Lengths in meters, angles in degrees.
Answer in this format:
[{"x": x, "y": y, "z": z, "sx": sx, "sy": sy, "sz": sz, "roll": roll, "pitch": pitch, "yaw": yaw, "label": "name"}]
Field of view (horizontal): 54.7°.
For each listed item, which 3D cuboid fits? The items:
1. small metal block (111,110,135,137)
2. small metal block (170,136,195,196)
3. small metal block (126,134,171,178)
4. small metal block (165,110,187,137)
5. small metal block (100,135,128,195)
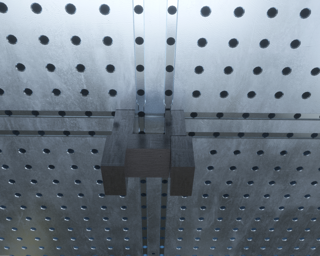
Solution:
[{"x": -0.046, "y": 0.012, "z": 0.403, "sx": 0.025, "sy": 0.050, "sz": 0.050, "roll": 0, "pitch": 130, "yaw": -1, "label": "small metal block"}, {"x": 0.025, "y": 0.045, "z": 0.366, "sx": 0.025, "sy": 0.050, "sz": 0.050, "roll": 1, "pitch": 130, "yaw": -1, "label": "small metal block"}, {"x": -0.014, "y": 0.034, "z": 0.376, "sx": 0.050, "sy": 0.025, "sz": 0.050, "roll": 0, "pitch": 130, "yaw": -1, "label": "small metal block"}, {"x": 0.019, "y": 0.012, "z": 0.405, "sx": 0.025, "sy": 0.050, "sz": 0.050, "roll": -1, "pitch": 130, "yaw": 0, "label": "small metal block"}, {"x": -0.051, "y": 0.044, "z": 0.365, "sx": 0.025, "sy": 0.050, "sz": 0.050, "roll": 1, "pitch": 130, "yaw": -1, "label": "small metal block"}]
